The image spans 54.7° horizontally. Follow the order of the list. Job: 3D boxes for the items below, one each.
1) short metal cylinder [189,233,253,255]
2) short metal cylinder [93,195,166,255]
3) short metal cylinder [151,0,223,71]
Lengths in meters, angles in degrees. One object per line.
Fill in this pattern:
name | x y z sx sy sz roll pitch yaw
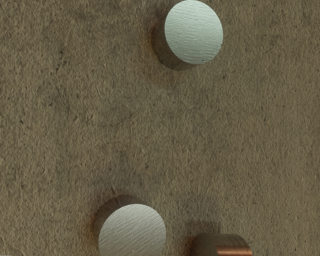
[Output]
short metal cylinder | 0.079 0.181 0.409 0.050 0.080 0.080 10 87 -20
short metal cylinder | -0.039 0.128 0.381 0.081 0.050 0.080 0 90 -20
short metal cylinder | 0.035 -0.119 0.408 0.081 0.050 0.080 0 90 -20
